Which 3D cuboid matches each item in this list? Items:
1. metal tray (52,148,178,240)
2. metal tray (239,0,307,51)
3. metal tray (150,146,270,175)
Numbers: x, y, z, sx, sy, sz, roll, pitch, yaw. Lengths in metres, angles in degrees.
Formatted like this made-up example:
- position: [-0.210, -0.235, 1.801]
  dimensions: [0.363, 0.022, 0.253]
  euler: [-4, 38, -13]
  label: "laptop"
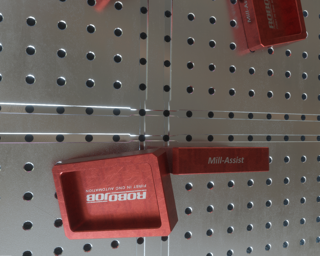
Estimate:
- position: [-0.052, 0.076, 0.352]
  dimensions: [0.130, 0.030, 0.089]
  euler: [-9, 94, 18]
  label: "metal tray"
- position: [0.169, -0.191, 0.473]
  dimensions: [0.091, 0.030, 0.129]
  euler: [-15, 95, -20]
  label: "metal tray"
- position: [0.061, 0.039, 0.401]
  dimensions: [0.131, 0.090, 0.030]
  euler: [1, 87, -21]
  label: "metal tray"
